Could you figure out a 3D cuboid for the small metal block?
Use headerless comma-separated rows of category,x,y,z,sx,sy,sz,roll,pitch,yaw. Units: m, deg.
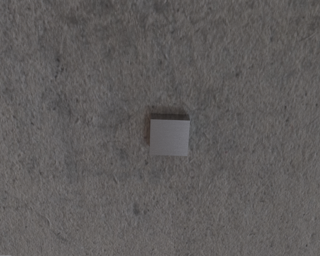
small metal block,0.012,0.009,0.413,0.050,0.025,0.050,2,110,-1
